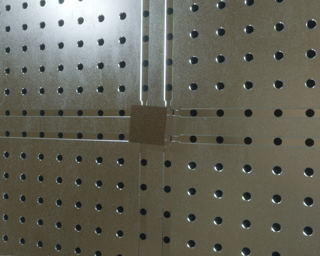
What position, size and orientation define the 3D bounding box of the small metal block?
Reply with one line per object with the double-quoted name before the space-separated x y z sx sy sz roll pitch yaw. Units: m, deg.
"small metal block" -0.012 -0.004 0.416 0.050 0.025 0.050 5 92 19
